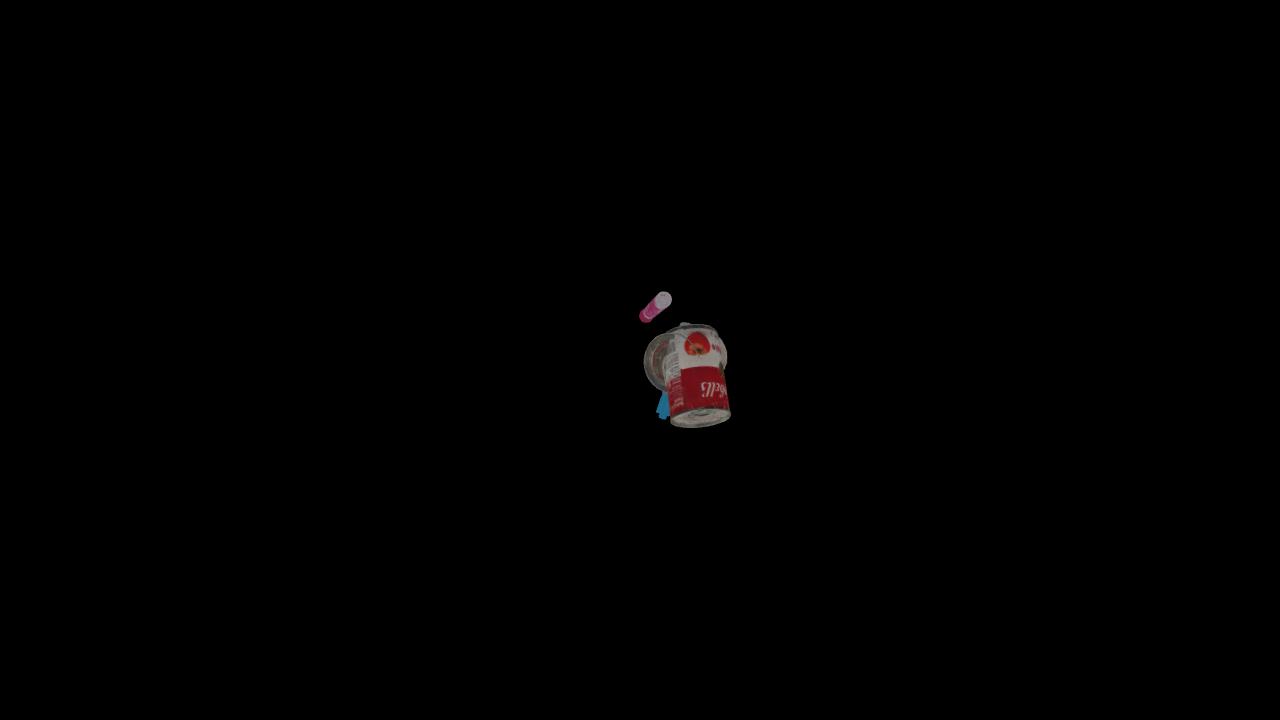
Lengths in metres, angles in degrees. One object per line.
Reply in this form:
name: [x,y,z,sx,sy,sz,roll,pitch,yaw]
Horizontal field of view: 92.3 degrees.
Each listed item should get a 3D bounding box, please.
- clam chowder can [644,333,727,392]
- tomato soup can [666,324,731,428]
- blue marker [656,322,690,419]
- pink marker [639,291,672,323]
clam chowder can: [0.057,-0.001,0.722,0.068,0.068,0.102,0,5,27]
tomato soup can: [0.061,0.018,0.688,0.068,0.101,0.068,-5,-23,-2]
blue marker: [0.042,0.013,0.742,0.020,0.121,0.020,15,-14,4]
pink marker: [0.017,-0.064,0.763,0.020,0.020,0.121,0,-6,-10]
